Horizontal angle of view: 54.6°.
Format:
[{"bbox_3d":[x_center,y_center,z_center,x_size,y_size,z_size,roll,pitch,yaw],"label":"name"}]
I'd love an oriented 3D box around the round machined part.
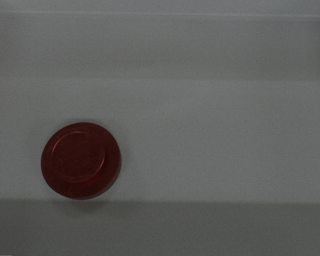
[{"bbox_3d":[-0.100,0.038,0.386,0.099,0.042,0.098,0,70,0],"label":"round machined part"}]
